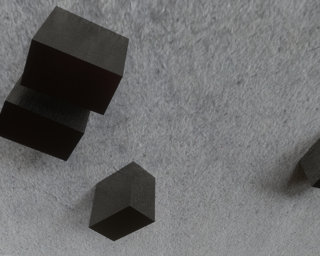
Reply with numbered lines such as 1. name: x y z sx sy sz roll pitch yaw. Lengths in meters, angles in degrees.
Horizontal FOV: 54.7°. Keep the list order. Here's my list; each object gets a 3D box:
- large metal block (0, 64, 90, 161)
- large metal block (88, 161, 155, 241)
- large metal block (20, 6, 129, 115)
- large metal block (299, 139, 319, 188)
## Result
1. large metal block: -0.126 -0.020 0.352 0.080 0.080 0.050 25 125 -21
2. large metal block: -0.054 0.110 0.464 0.080 0.080 0.050 -33 123 24
3. large metal block: -0.081 -0.069 0.311 0.080 0.080 0.050 21 127 -17
4. large metal block: 0.262 0.046 0.434 0.081 0.050 0.079 14 129 -12
